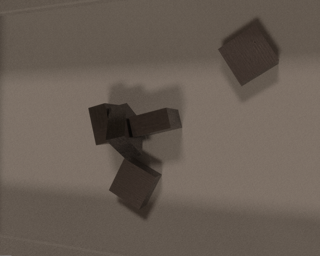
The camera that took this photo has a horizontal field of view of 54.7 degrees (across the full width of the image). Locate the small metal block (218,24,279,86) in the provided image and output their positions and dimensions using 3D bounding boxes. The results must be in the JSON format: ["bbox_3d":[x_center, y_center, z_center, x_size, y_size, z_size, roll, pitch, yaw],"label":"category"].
[{"bbox_3d":[0.106,-0.086,0.373,0.050,0.025,0.050,-32,80,17],"label":"small metal block"}]

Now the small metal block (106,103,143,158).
[{"bbox_3d":[-0.044,0.004,0.402,0.025,0.050,0.050,-13,54,18],"label":"small metal block"}]

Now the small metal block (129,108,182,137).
[{"bbox_3d":[-0.004,-0.007,0.398,0.050,0.050,0.025,-14,86,19],"label":"small metal block"}]

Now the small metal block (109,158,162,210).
[{"bbox_3d":[-0.033,0.074,0.421,0.050,0.025,0.050,29,99,17],"label":"small metal block"}]

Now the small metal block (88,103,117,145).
[{"bbox_3d":[-0.068,-0.005,0.420,0.025,0.050,0.050,-14,85,20],"label":"small metal block"}]
